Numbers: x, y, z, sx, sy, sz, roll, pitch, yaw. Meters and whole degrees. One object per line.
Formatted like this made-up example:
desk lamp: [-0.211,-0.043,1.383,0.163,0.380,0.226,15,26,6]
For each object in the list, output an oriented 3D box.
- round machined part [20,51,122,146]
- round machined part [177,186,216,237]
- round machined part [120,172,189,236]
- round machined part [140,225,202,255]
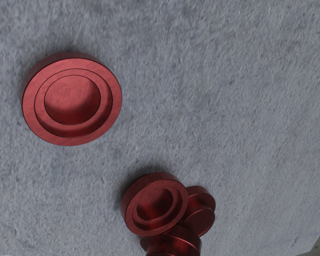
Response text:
round machined part: [-0.093,-0.033,0.325,0.099,0.042,0.097,-14,125,-21]
round machined part: [0.053,0.149,0.519,0.099,0.042,0.097,-14,125,-21]
round machined part: [-0.011,0.106,0.453,0.099,0.042,0.097,-11,119,-21]
round machined part: [0.015,0.195,0.493,0.098,0.042,0.097,9,136,9]
